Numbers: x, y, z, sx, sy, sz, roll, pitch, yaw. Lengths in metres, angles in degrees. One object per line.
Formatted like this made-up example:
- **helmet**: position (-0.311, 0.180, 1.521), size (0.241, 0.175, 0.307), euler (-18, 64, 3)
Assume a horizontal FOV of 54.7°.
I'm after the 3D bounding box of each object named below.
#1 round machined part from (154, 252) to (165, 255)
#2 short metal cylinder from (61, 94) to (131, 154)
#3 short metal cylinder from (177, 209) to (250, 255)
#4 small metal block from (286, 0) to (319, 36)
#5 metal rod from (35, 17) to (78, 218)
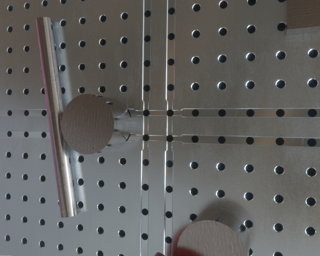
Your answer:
- **round machined part**: position (0.021, 0.196, 0.364), size (0.098, 0.098, 0.042), euler (36, 67, 16)
- **short metal cylinder**: position (-0.088, -0.005, 0.430), size (0.080, 0.050, 0.080), euler (0, 90, 20)
- **short metal cylinder**: position (0.066, 0.145, 0.376), size (0.080, 0.050, 0.080), euler (0, 90, 20)
- **small metal block**: position (0.171, -0.136, 0.352), size (0.050, 0.025, 0.050), euler (0, 90, 20)
- **metal rod**: position (-0.156, -0.018, 0.467), size (0.025, 0.025, 0.298), euler (-10, 87, 20)
